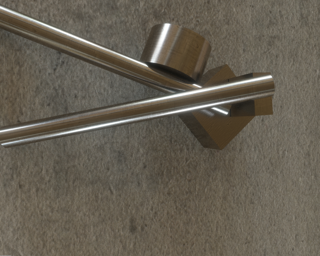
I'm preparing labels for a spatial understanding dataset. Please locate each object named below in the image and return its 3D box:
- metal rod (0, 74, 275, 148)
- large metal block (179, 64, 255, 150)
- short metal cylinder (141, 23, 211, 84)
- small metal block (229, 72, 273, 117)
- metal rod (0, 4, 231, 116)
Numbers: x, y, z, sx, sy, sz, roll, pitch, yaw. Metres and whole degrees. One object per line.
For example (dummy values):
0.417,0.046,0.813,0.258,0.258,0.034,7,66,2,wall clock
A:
-0.026,-0.019,0.345,0.302,0.025,0.025,-11,94,1,metal rod
0.075,-0.028,0.424,0.080,0.050,0.080,-43,103,-14,large metal block
0.018,-0.087,0.390,0.080,0.080,0.050,22,83,-19,short metal cylinder
0.111,-0.040,0.383,0.025,0.050,0.050,-4,92,-20,small metal block
-0.057,-0.078,0.359,0.302,0.025,0.025,21,83,-8,metal rod
